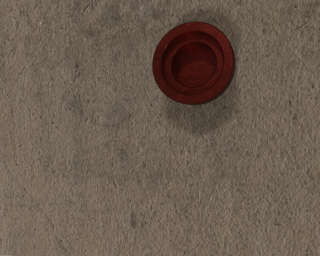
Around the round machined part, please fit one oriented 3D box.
[{"bbox_3d":[0.044,-0.077,0.384,0.098,0.042,0.097,0,90,19],"label":"round machined part"}]
